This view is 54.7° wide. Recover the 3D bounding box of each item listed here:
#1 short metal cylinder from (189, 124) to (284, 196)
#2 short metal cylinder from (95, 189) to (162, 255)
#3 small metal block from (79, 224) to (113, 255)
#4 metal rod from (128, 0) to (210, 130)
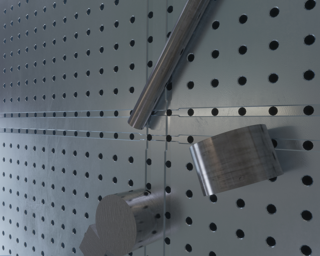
[{"bbox_3d":[0.075,0.033,0.312,0.080,0.081,0.050,-26,74,37],"label":"short metal cylinder"},{"bbox_3d":[-0.044,0.128,0.429,0.080,0.050,0.079,0,90,40],"label":"short metal cylinder"},{"bbox_3d":[-0.097,0.186,0.489,0.050,0.025,0.050,40,114,32],"label":"small metal block"},{"bbox_3d":[0.032,-0.127,0.382,0.025,0.025,0.298,42,115,31],"label":"metal rod"}]
